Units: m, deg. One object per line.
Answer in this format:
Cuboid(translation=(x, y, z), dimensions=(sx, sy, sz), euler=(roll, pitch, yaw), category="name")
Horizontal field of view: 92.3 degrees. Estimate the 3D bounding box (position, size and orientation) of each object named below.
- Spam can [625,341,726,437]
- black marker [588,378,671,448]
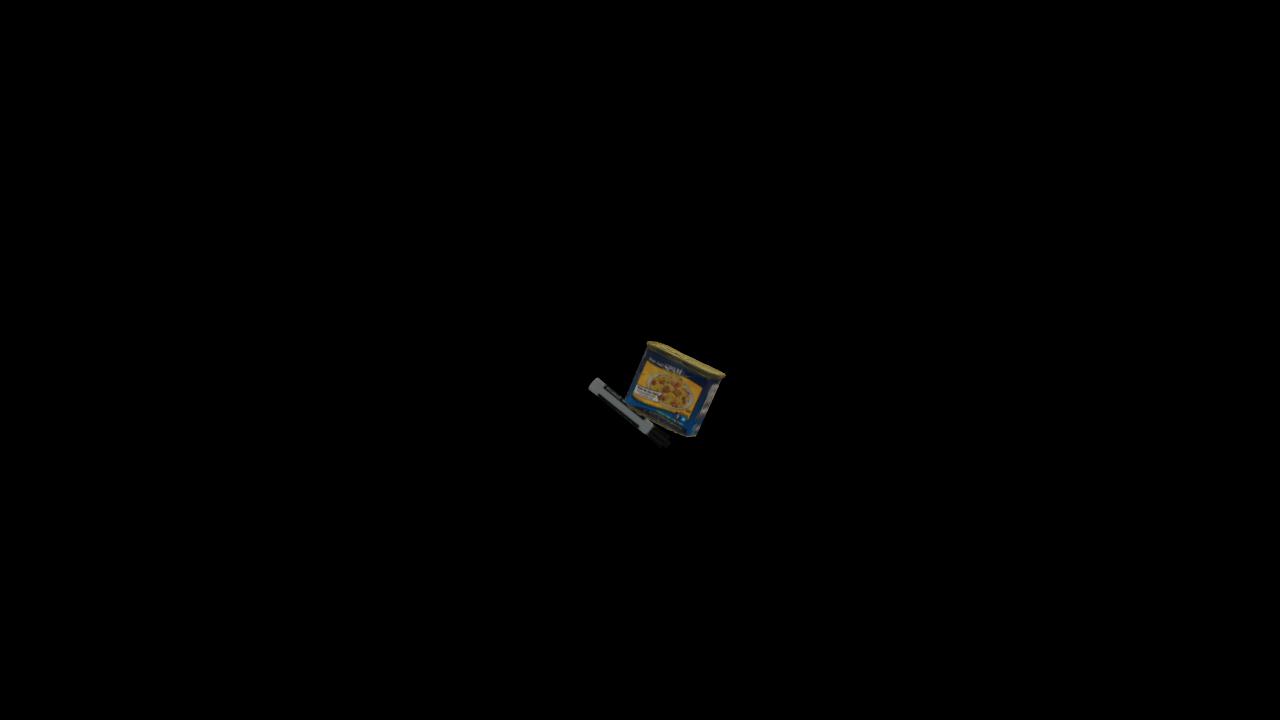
Cuboid(translation=(0.040, 0.035, 0.748), dimensions=(0.101, 0.085, 0.058), euler=(27, 9, 24), category="Spam can")
Cuboid(translation=(-0.012, 0.066, 0.752), dimensions=(0.121, 0.020, 0.020), euler=(39, 7, 8), category="black marker")
